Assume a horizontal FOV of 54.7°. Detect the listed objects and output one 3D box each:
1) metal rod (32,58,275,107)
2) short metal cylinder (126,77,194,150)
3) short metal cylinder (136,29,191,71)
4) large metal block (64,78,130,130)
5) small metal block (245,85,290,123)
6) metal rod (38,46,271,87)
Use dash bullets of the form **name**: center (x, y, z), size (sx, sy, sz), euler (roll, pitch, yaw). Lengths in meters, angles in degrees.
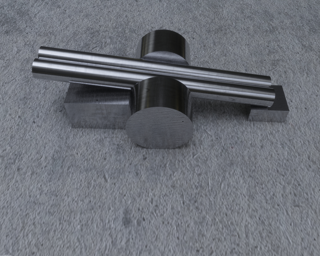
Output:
- **metal rod**: center (-0.004, -0.057, 0.394), size (0.302, 0.025, 0.025), euler (6, 50, -5)
- **short metal cylinder**: center (0.000, -0.017, 0.383), size (0.080, 0.080, 0.050), euler (1, 50, 1)
- **short metal cylinder**: center (0.004, -0.093, 0.448), size (0.080, 0.080, 0.050), euler (1, 50, 1)
- **large metal block**: center (-0.077, -0.044, 0.426), size (0.080, 0.050, 0.080), euler (2, 50, 1)
- **small metal block**: center (0.147, -0.035, 0.435), size (0.050, 0.025, 0.050), euler (2, 50, 2)
- **metal rod**: center (-0.003, -0.076, 0.410), size (0.302, 0.025, 0.025), euler (6, 50, -5)
